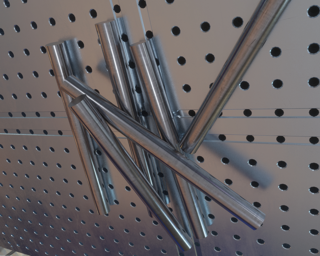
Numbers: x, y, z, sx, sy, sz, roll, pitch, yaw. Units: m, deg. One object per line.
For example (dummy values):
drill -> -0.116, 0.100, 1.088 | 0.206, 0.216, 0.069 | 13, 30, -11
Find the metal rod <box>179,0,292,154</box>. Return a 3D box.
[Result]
metal rod -> 0.088, -0.080, 0.315 | 0.025, 0.025, 0.298 | 32, 129, 7

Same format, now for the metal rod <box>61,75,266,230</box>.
metal rod -> 0.001, 0.028, 0.394 | 0.300, 0.025, 0.025 | 36, 129, 4

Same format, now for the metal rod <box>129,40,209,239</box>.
metal rod -> 0.019, 0.031, 0.420 | 0.025, 0.025, 0.299 | -5, 116, 30

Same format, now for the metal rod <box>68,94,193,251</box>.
metal rod -> -0.028, 0.079, 0.437 | 0.025, 0.025, 0.299 | -12, 124, 33

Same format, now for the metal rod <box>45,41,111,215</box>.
metal rod -> -0.121, 0.017, 0.486 | 0.025, 0.025, 0.298 | 6, 121, 25

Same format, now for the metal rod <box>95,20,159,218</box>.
metal rod -> -0.036, 0.005, 0.433 | 0.025, 0.025, 0.298 | 2, 119, 27
